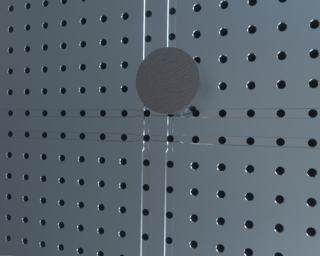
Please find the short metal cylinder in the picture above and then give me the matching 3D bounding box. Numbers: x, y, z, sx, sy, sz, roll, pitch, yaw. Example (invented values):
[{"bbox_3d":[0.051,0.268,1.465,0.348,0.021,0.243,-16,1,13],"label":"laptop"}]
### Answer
[{"bbox_3d":[0.016,-0.057,0.394,0.080,0.050,0.080,0,90,20],"label":"short metal cylinder"}]
